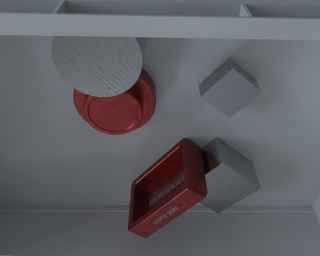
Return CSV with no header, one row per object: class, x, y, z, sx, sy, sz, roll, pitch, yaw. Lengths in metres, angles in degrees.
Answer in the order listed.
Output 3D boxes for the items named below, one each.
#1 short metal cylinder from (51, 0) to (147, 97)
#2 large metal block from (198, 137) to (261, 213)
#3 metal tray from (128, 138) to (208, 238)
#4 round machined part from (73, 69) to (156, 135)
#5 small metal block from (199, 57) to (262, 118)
short metal cylinder,-0.055,-0.077,0.295,0.080,0.050,0.079,1,128,2
large metal block,0.085,0.071,0.455,0.080,0.050,0.080,34,122,-26
metal tray,0.007,0.086,0.439,0.030,0.090,0.129,32,123,-24
round machined part,-0.054,-0.030,0.372,0.099,0.042,0.097,-1,131,0
small metal block,0.083,-0.047,0.370,0.050,0.025,0.050,32,123,-25
